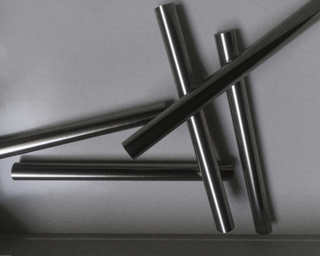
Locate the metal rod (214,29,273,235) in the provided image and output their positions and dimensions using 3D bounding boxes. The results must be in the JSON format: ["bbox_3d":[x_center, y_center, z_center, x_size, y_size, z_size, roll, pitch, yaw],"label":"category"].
[{"bbox_3d":[0.117,0.020,0.420,0.025,0.025,0.298,-15,110,5],"label":"metal rod"}]

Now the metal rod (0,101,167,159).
[{"bbox_3d":[-0.137,0.011,0.413,0.302,0.025,0.025,-13,110,4],"label":"metal rod"}]

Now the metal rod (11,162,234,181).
[{"bbox_3d":[-0.050,0.061,0.433,0.302,0.025,0.025,0,110,-1],"label":"metal rod"}]

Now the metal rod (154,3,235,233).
[{"bbox_3d":[0.048,-0.002,0.393,0.025,0.025,0.298,-16,103,5],"label":"metal rod"}]

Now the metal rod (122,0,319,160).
[{"bbox_3d":[0.083,-0.063,0.359,0.301,0.025,0.025,-37,107,0],"label":"metal rod"}]
